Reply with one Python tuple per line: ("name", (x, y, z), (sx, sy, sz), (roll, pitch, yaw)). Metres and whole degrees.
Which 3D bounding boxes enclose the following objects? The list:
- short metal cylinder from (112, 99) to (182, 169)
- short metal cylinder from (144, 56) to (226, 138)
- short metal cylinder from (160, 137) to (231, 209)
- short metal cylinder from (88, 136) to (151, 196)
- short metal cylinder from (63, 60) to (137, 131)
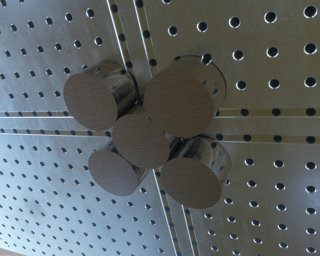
("short metal cylinder", (-0.015, 0.007, 0.405), (0.080, 0.050, 0.079), (13, 124, 20))
("short metal cylinder", (0.029, -0.036, 0.354), (0.080, 0.050, 0.079), (13, 124, 20))
("short metal cylinder", (0.047, 0.058, 0.404), (0.080, 0.050, 0.079), (13, 124, 20))
("short metal cylinder", (-0.057, 0.053, 0.455), (0.080, 0.050, 0.079), (13, 124, 20))
("short metal cylinder", (-0.078, -0.042, 0.407), (0.080, 0.050, 0.079), (13, 124, 20))
